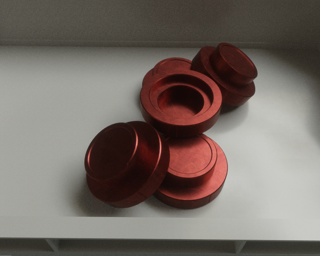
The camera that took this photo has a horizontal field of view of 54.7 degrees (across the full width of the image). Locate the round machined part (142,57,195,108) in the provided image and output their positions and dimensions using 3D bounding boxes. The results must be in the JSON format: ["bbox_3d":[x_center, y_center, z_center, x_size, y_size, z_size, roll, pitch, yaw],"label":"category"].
[{"bbox_3d":[0.024,-0.065,0.446,0.099,0.042,0.098,0,50,0],"label":"round machined part"}]

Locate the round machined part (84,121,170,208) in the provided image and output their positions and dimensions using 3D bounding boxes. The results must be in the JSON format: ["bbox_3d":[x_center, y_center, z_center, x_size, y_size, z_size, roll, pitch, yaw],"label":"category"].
[{"bbox_3d":[-0.042,0.033,0.336,0.098,0.042,0.098,-18,50,23],"label":"round machined part"}]

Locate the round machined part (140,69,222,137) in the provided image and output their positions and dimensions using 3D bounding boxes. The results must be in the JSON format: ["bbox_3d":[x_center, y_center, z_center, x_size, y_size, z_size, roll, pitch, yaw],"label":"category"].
[{"bbox_3d":[0.025,-0.026,0.386,0.099,0.042,0.098,0,50,0],"label":"round machined part"}]

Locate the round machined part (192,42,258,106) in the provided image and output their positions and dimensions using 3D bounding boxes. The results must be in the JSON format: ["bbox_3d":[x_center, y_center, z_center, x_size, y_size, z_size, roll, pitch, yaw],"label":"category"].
[{"bbox_3d":[0.097,-0.081,0.434,0.099,0.042,0.098,22,43,-22],"label":"round machined part"}]

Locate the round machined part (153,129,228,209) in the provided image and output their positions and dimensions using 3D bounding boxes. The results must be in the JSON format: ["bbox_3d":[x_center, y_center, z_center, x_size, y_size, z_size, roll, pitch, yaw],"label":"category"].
[{"bbox_3d":[0.030,0.040,0.359,0.099,0.042,0.098,0,50,0],"label":"round machined part"}]
